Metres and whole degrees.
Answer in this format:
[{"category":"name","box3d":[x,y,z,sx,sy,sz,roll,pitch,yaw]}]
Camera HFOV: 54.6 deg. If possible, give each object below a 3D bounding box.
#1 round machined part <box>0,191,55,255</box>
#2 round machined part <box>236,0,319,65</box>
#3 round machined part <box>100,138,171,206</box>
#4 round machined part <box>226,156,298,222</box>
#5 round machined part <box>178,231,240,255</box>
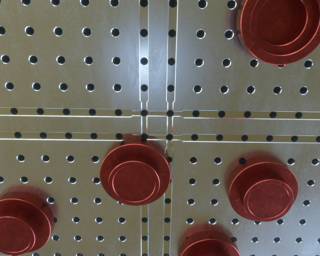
[{"category":"round machined part","box3d":[-0.211,0.146,0.457,0.099,0.042,0.097,0,110,0]},{"category":"round machined part","box3d":[0.138,-0.125,0.359,0.099,0.042,0.097,0,110,0]},{"category":"round machined part","box3d":[-0.034,0.067,0.429,0.099,0.042,0.097,0,110,0]},{"category":"round machined part","box3d":[0.147,0.093,0.439,0.099,0.042,0.097,0,110,0]},{"category":"round machined part","box3d":[0.078,0.213,0.483,0.099,0.042,0.097,0,110,0]}]
